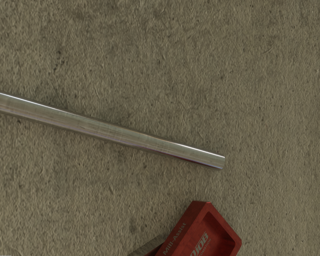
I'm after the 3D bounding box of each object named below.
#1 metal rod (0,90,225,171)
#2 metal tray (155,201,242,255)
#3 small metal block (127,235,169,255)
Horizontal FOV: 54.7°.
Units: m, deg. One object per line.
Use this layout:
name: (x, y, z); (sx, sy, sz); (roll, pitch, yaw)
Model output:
metal rod: (-0.051, 0.009, 0.391); (0.302, 0.025, 0.025); (17, 85, -20)
metal tray: (0.045, 0.172, 0.403); (0.090, 0.030, 0.130); (51, 59, -18)
small metal block: (-0.007, 0.179, 0.408); (0.050, 0.025, 0.050); (-28, 100, -18)
